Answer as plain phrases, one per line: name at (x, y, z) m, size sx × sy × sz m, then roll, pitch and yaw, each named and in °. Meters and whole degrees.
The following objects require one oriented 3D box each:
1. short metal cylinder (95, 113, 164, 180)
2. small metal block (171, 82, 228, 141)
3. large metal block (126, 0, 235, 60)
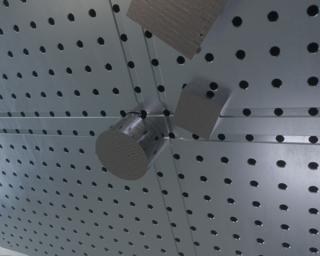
short metal cylinder at (-0.042, 0.026, 0.433) m, size 0.080 × 0.050 × 0.079 m, roll 13°, pitch 124°, yaw 21°
small metal block at (0.047, -0.020, 0.374) m, size 0.050 × 0.025 × 0.050 m, roll 26°, pitch 128°, yaw 12°
large metal block at (0.025, -0.128, 0.303) m, size 0.080 × 0.050 × 0.079 m, roll 36°, pitch 129°, yaw 4°
